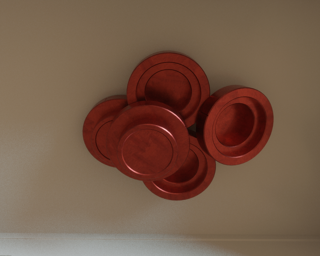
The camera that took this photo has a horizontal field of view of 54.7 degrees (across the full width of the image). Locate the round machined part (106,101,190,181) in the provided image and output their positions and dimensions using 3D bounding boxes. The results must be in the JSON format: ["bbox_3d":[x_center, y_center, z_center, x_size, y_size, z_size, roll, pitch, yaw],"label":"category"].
[{"bbox_3d":[-0.014,0.020,0.361,0.099,0.042,0.097,0,110,-1],"label":"round machined part"}]

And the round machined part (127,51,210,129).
[{"bbox_3d":[0.010,-0.046,0.384,0.099,0.042,0.097,0,110,-1],"label":"round machined part"}]

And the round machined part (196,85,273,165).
[{"bbox_3d":[0.088,-0.006,0.388,0.099,0.042,0.097,-7,109,-20],"label":"round machined part"}]

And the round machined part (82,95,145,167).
[{"bbox_3d":[-0.051,0.009,0.401,0.099,0.042,0.097,0,110,-1],"label":"round machined part"}]

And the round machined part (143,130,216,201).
[{"bbox_3d":[0.023,0.045,0.417,0.099,0.042,0.097,0,110,-1],"label":"round machined part"}]
